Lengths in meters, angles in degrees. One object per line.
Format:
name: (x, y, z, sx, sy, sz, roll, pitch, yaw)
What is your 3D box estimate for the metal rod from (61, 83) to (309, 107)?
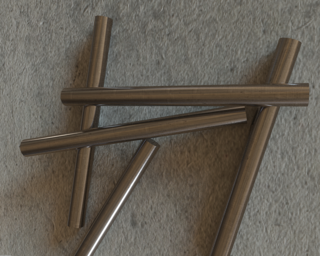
metal rod: (0.014, -0.039, 0.375, 0.301, 0.025, 0.025, 2, 91, 19)

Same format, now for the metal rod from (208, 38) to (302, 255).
metal rod: (0.107, 0.042, 0.370, 0.025, 0.025, 0.298, 19, 96, 18)

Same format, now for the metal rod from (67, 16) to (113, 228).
metal rod: (-0.101, -0.007, 0.443, 0.025, 0.025, 0.298, 10, 93, 19)

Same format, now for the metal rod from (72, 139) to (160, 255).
metal rod: (-0.087, 0.144, 0.438, 0.025, 0.025, 0.299, 34, 101, 16)

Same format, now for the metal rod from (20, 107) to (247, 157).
metal rod: (-0.043, 0.006, 0.404, 0.301, 0.025, 0.025, -9, 87, 12)
